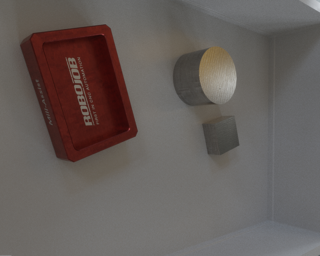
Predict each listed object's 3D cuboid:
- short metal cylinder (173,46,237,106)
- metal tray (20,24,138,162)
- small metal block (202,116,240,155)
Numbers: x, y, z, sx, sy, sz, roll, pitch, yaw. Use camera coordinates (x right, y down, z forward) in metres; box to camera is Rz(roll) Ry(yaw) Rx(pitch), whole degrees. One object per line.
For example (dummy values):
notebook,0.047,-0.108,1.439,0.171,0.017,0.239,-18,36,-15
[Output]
short metal cylinder,0.065,-0.073,0.447,0.081,0.050,0.079,0,90,-40
metal tray,-0.082,-0.039,0.335,0.091,0.030,0.129,-23,105,-38
small metal block,0.097,0.011,0.491,0.050,0.025,0.050,-20,103,-39
